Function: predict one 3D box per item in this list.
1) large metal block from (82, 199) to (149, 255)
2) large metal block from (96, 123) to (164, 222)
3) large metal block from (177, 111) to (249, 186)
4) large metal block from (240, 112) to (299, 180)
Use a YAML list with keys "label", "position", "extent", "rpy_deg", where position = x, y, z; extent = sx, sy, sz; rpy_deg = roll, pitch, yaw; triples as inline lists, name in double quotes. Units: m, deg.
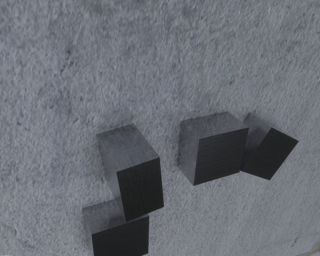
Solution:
- label: "large metal block"
  position: [-0.063, 0.151, 0.451]
  extent: [0.081, 0.050, 0.079]
  rpy_deg: [-12, 124, -23]
- label: "large metal block"
  position: [-0.037, 0.053, 0.385]
  extent: [0.050, 0.080, 0.079]
  rpy_deg: [-18, 126, -19]
- label: "large metal block"
  position: [0.075, 0.029, 0.451]
  extent: [0.081, 0.050, 0.079]
  rpy_deg: [-12, 124, -23]
- label: "large metal block"
  position: [0.162, 0.031, 0.501]
  extent: [0.080, 0.050, 0.080]
  rpy_deg: [20, 107, -36]
